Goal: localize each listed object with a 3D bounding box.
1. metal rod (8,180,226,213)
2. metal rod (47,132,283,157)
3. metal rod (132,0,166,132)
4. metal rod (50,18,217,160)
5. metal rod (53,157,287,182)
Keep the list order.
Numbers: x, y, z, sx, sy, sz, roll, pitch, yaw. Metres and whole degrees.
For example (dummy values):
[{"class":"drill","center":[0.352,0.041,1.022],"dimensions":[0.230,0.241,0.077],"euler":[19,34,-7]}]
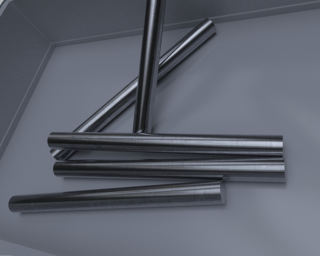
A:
[{"class":"metal rod","center":[-0.070,0.088,0.386],"dimensions":[0.301,0.025,0.025],"euler":[-9,58,23]},{"class":"metal rod","center":[-0.010,0.019,0.381],"dimensions":[0.301,0.025,0.025],"euler":[0,62,22]},{"class":"metal rod","center":[-0.008,-0.135,0.396],"dimensions":[0.025,0.025,0.298],"euler":[11,98,32]},{"class":"metal rod","center":[-0.039,-0.056,0.458],"dimensions":[0.300,0.025,0.025],"euler":[-40,51,0]},{"class":"metal rod","center":[-0.008,0.050,0.378],"dimensions":[0.301,0.025,0.025],"euler":[-3,60,26]}]
